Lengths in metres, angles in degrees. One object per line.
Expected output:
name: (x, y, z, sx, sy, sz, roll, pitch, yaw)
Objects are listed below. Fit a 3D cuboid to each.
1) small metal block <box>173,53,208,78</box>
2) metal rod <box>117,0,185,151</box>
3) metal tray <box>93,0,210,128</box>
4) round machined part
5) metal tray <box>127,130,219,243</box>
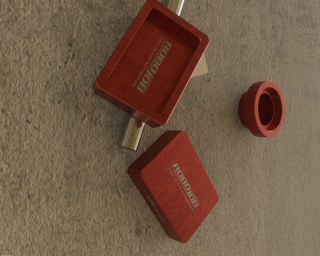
small metal block: (0.038, -0.096, 0.439, 0.050, 0.025, 0.050, -23, 105, -38)
metal rod: (0.003, -0.114, 0.408, 0.025, 0.025, 0.299, 28, 73, -37)
metal tray: (-0.008, -0.077, 0.368, 0.090, 0.030, 0.130, 31, 73, -12)
round machined part: (0.175, -0.032, 0.544, 0.099, 0.042, 0.097, 0, 90, -40)
metal tray: (0.023, 0.079, 0.423, 0.090, 0.030, 0.130, -43, 116, -32)
